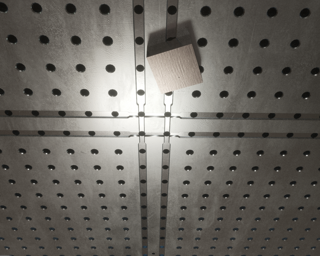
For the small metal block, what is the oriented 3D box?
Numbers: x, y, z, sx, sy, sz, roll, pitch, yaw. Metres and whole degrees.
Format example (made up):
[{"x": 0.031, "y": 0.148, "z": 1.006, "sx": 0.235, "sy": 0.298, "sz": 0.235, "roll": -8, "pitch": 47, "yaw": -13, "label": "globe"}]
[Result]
[{"x": 0.017, "y": -0.072, "z": 0.351, "sx": 0.050, "sy": 0.025, "sz": 0.050, "roll": -15, "pitch": 129, "yaw": 11, "label": "small metal block"}]
